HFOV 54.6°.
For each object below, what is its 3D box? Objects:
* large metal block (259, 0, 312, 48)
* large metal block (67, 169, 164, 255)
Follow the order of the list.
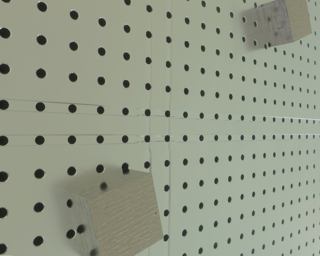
[{"bbox_3d":[0.242,-0.208,0.593,0.081,0.050,0.080,-29,108,-36],"label":"large metal block"},{"bbox_3d":[-0.049,0.099,0.352,0.081,0.050,0.080,-17,101,-39],"label":"large metal block"}]
